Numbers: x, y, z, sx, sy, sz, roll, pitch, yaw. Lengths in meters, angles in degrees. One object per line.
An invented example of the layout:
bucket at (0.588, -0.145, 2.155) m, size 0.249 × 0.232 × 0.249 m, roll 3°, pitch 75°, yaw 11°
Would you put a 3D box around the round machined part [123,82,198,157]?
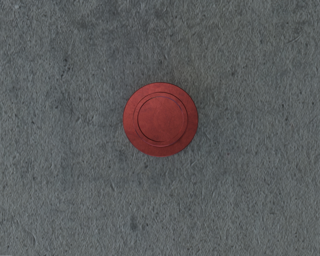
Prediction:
round machined part at (0.001, -0.011, 0.401) m, size 0.099 × 0.042 × 0.097 m, roll 0°, pitch 90°, yaw 0°
